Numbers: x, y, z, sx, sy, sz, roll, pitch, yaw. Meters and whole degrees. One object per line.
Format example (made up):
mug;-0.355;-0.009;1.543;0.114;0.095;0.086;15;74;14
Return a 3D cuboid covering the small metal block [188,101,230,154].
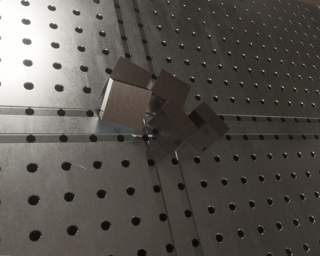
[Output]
small metal block;0.058;0.000;0.425;0.050;0.050;0.025;47;51;4

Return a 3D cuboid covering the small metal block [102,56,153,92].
small metal block;-0.044;-0.063;0.424;0.050;0.025;0.050;27;52;-12

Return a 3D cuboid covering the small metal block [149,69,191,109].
small metal block;0.012;-0.050;0.447;0.050;0.025;0.050;30;52;-9

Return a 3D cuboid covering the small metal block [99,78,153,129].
small metal block;-0.043;-0.031;0.387;0.050;0.050;0.025;14;11;-21

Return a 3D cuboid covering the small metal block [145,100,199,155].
small metal block;0.015;0.000;0.402;0.025;0.050;0.050;-34;81;-38
